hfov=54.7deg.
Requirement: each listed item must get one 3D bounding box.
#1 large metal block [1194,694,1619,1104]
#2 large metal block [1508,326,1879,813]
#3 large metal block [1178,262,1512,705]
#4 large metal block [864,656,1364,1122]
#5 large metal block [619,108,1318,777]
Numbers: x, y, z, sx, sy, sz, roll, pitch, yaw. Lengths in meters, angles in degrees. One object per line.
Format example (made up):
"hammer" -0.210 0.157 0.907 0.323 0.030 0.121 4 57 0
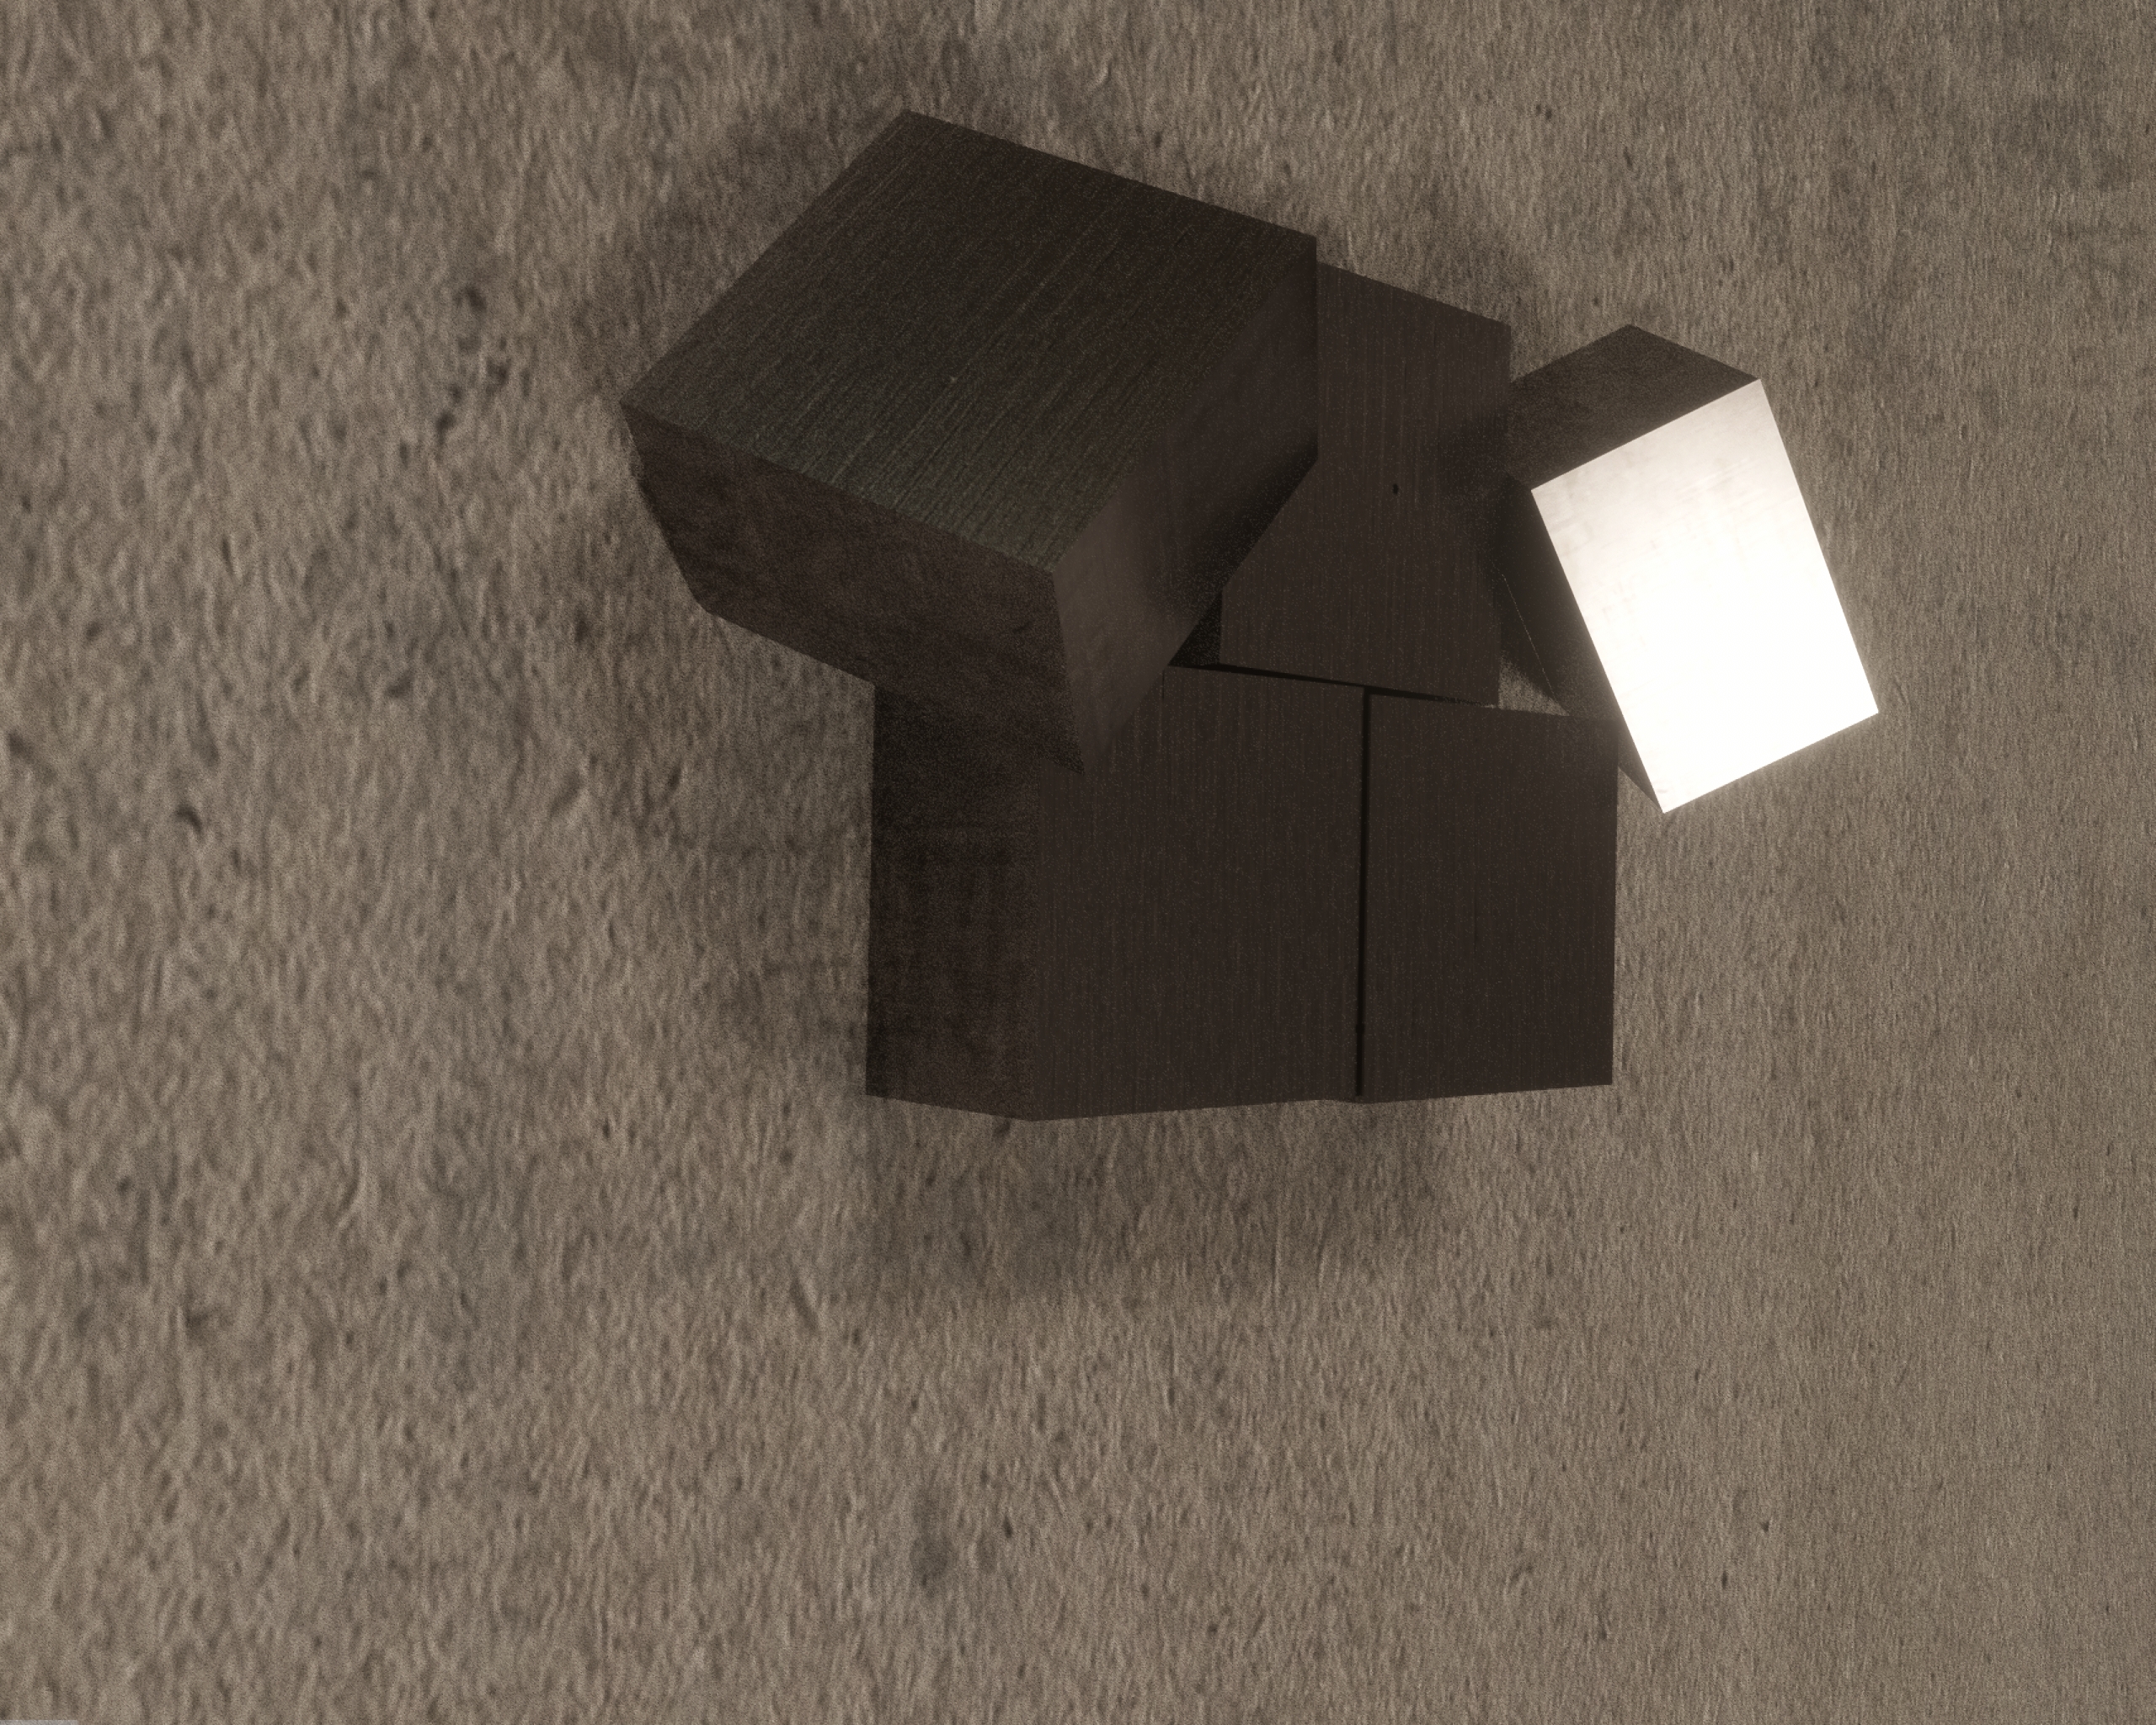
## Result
"large metal block" 0.071 0.008 0.449 0.081 0.050 0.079 2 89 -40
"large metal block" 0.129 -0.069 0.473 0.050 0.080 0.080 -26 112 6
"large metal block" 0.042 -0.075 0.428 0.081 0.050 0.080 4 88 -40
"large metal block" 0.008 0.005 0.398 0.081 0.050 0.079 2 89 -40
"large metal block" -0.014 -0.072 0.351 0.080 0.080 0.050 -55 157 -26
